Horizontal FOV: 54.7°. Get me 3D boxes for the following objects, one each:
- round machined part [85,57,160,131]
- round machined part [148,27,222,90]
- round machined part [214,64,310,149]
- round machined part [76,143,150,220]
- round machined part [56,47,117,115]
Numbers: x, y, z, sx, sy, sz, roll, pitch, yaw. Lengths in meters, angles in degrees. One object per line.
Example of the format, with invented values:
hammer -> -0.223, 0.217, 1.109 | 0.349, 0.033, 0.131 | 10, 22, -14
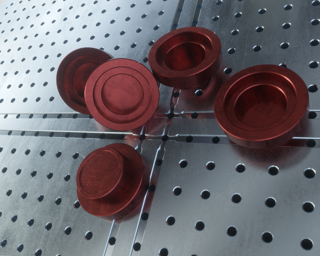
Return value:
round machined part -> -0.052, -0.048, 0.429 | 0.098, 0.098, 0.042 | -36, 16, 4
round machined part -> 0.036, -0.091, 0.426 | 0.098, 0.042, 0.098 | -8, 53, 12
round machined part -> 0.115, -0.020, 0.349 | 0.098, 0.042, 0.098 | -13, 56, 20
round machined part -> -0.066, 0.062, 0.392 | 0.098, 0.042, 0.098 | -13, 56, 20
round machined part -> -0.102, -0.071, 0.471 | 0.099, 0.042, 0.097 | 1, 101, 5
